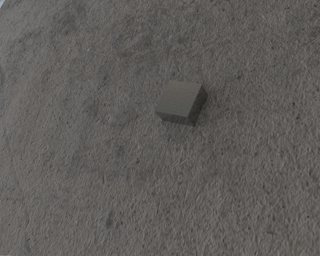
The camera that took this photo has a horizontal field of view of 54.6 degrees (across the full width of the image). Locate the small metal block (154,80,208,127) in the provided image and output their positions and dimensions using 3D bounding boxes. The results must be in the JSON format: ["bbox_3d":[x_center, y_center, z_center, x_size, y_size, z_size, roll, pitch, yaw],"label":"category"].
[{"bbox_3d":[0.028,-0.033,0.410,0.050,0.025,0.050,13,68,33],"label":"small metal block"}]
